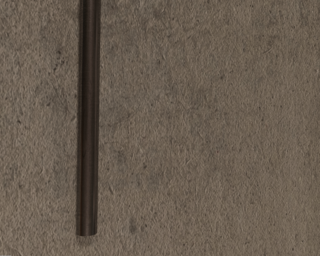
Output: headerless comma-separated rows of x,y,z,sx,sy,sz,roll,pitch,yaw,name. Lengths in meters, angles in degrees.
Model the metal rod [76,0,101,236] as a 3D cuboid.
-0.087,-0.022,0.377,0.025,0.025,0.298,1,90,-20,metal rod
